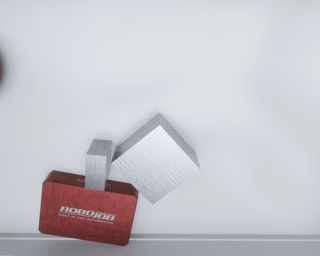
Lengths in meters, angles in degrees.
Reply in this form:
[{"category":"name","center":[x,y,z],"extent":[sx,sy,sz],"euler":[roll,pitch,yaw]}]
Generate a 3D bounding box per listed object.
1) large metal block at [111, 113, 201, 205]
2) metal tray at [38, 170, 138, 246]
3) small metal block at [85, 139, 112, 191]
[{"category":"large metal block","center":[-0.005,0.040,0.413],"extent":[0.080,0.050,0.080],"euler":[-39,106,12]},{"category":"metal tray","center":[-0.103,0.118,0.451],"extent":[0.131,0.030,0.089],"euler":[11,110,-5]},{"category":"small metal block","center":[-0.082,0.048,0.415],"extent":[0.025,0.050,0.050],"euler":[6,110,-3]}]
